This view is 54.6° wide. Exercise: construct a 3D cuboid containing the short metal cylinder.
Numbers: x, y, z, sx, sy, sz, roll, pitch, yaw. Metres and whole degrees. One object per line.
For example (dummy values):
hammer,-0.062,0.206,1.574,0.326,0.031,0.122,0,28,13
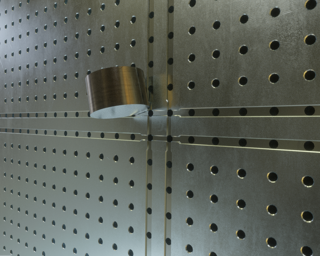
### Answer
short metal cylinder,-0.058,-0.046,0.422,0.080,0.081,0.050,-16,80,39
